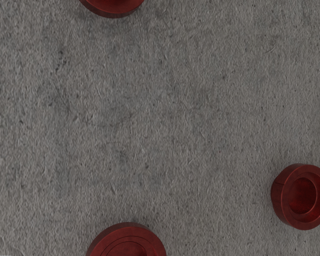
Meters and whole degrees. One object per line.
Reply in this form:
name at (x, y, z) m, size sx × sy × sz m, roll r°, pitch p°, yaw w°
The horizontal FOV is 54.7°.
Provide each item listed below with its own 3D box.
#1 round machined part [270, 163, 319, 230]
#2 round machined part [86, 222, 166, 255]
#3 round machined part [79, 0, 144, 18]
round machined part at (0.212, 0.103, 0.478) m, size 0.099 × 0.042 × 0.097 m, roll 0°, pitch 90°, yaw -20°
round machined part at (-0.044, 0.165, 0.384) m, size 0.099 × 0.042 × 0.097 m, roll 0°, pitch 90°, yaw -20°
round machined part at (-0.058, -0.189, 0.378) m, size 0.099 × 0.042 × 0.097 m, roll 0°, pitch 90°, yaw -20°
